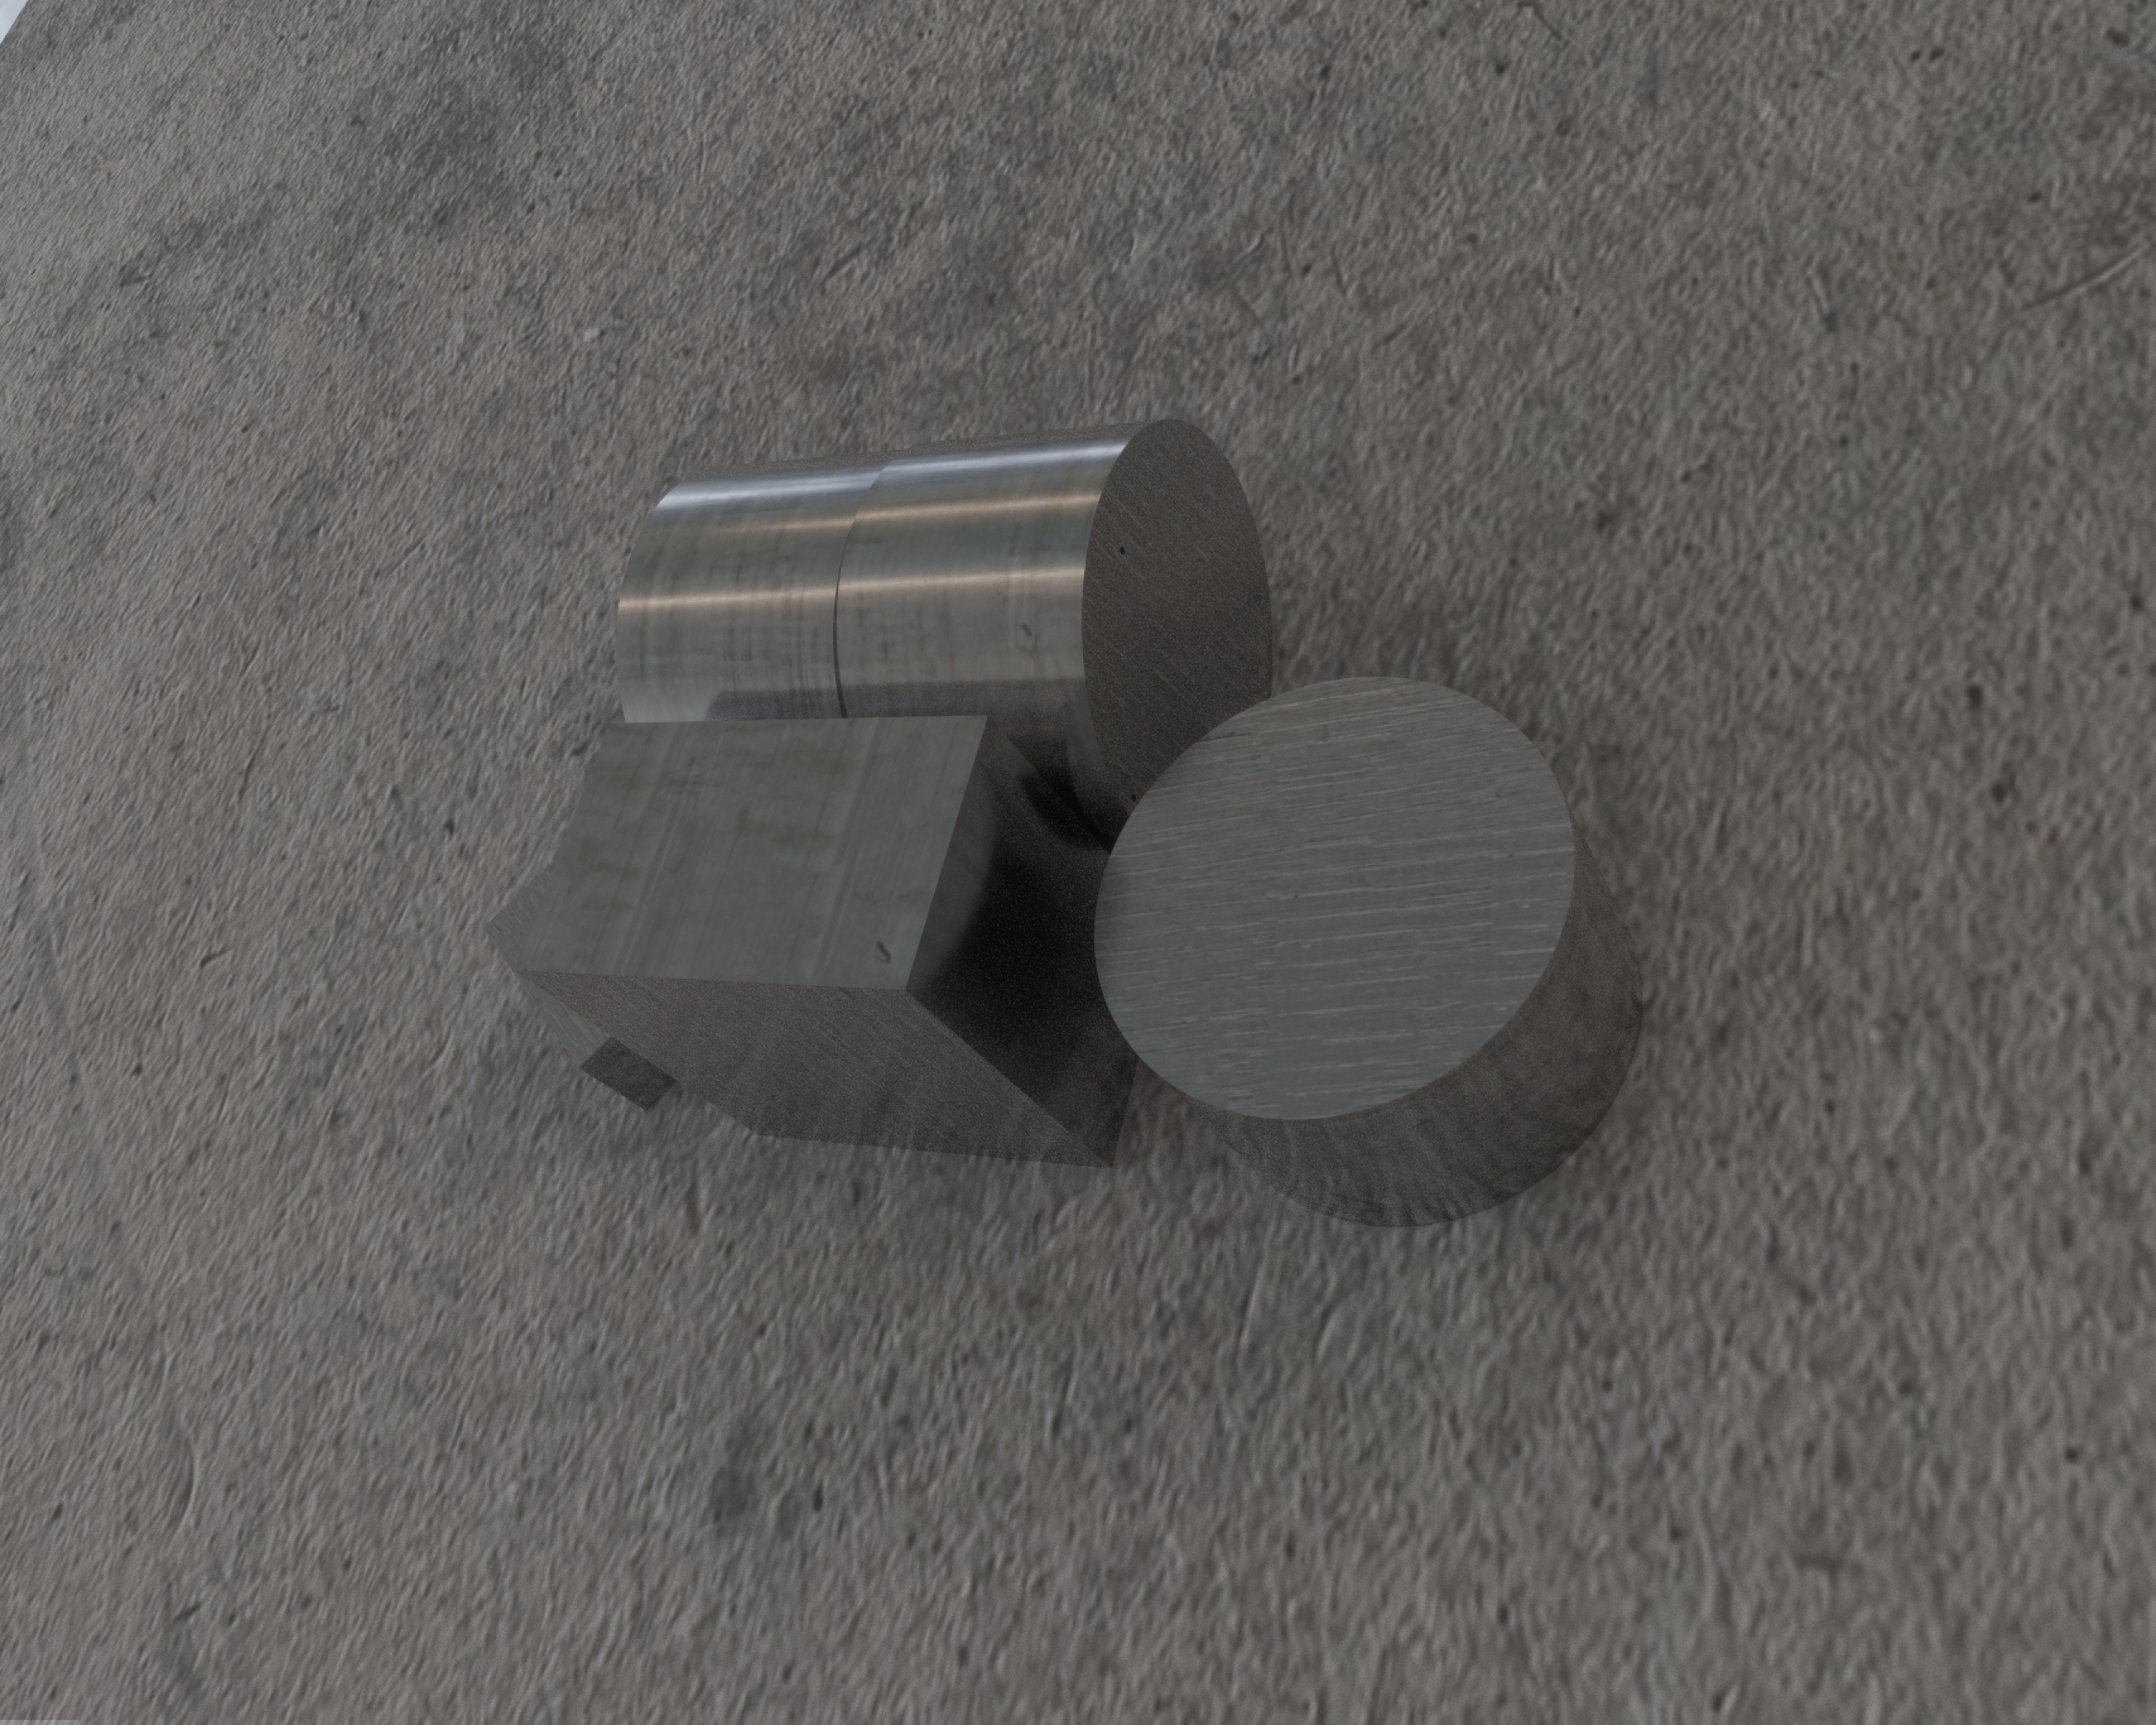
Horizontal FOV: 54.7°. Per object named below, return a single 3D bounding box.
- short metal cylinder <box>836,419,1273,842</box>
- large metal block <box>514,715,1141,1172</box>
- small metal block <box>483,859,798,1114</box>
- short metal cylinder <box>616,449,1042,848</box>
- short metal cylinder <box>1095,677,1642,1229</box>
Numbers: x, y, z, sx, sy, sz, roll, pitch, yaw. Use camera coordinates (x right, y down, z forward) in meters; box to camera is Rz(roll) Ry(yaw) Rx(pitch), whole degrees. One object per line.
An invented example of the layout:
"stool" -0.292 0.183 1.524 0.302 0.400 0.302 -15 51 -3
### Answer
"short metal cylinder" -0.002 -0.042 0.398 0.050 0.080 0.080 1 62 29
"large metal block" -0.039 0.016 0.382 0.080 0.080 0.050 1 62 28
"small metal block" -0.091 0.016 0.444 0.050 0.025 0.050 -44 51 -3
"short metal cylinder" -0.047 -0.042 0.421 0.050 0.080 0.080 1 62 29
"short metal cylinder" 0.050 0.016 0.353 0.080 0.050 0.080 -13 56 21
